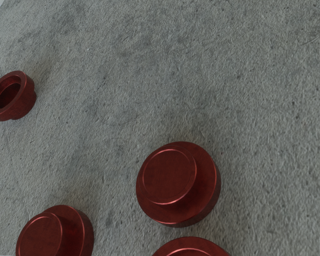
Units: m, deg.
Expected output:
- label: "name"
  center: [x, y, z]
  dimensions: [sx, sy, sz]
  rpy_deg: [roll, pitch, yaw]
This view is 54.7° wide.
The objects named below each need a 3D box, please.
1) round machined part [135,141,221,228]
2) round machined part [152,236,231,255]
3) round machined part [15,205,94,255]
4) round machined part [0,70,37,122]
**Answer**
- label: "round machined part"
  center: [0.015, 0.058, 0.349]
  dimensions: [0.098, 0.042, 0.098]
  rpy_deg: [-13, 56, 21]
- label: "round machined part"
  center: [0.033, 0.153, 0.282]
  dimensions: [0.098, 0.042, 0.098]
  rpy_deg: [-13, 56, 21]
- label: "round machined part"
  center: [-0.133, 0.141, 0.377]
  dimensions: [0.098, 0.042, 0.098]
  rpy_deg: [-13, 56, 21]
- label: "round machined part"
  center: [-0.268, -0.054, 0.567]
  dimensions: [0.098, 0.042, 0.098]
  rpy_deg: [-13, 56, 21]
